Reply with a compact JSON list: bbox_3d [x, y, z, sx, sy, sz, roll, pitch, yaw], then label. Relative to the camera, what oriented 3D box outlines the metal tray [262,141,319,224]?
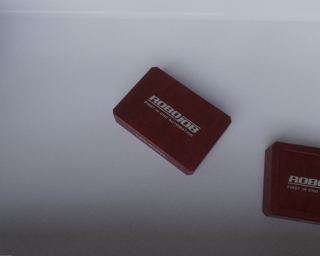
[{"bbox_3d":[0.198,0.072,0.381,0.131,0.030,0.090,9,70,3],"label":"metal tray"}]

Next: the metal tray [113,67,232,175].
[{"bbox_3d":[0.015,-0.011,0.411,0.130,0.030,0.090,36,74,12],"label":"metal tray"}]
